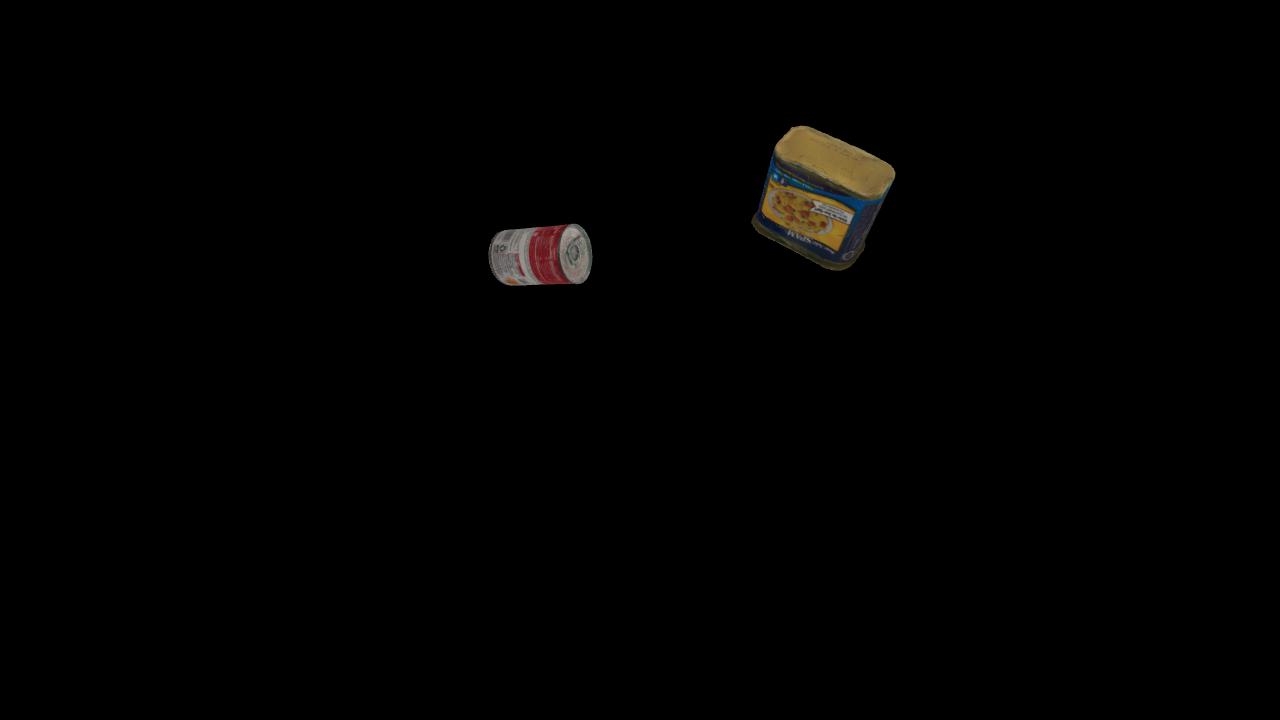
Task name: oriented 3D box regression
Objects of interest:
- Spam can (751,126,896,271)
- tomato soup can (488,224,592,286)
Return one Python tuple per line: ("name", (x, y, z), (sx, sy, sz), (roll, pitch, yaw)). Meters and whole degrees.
("Spam can", (0.155, -0.139, 0.530), (0.101, 0.058, 0.085), (32, -28, 17))
("tomato soup can", (-0.115, -0.120, 0.711), (0.101, 0.068, 0.068), (2, 1, 27))
